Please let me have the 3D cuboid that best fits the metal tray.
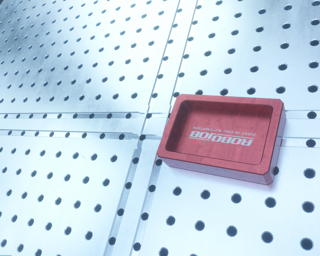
[{"bbox_3d":[0.070,0.008,0.362,0.130,0.030,0.090,7,65,30],"label":"metal tray"}]
